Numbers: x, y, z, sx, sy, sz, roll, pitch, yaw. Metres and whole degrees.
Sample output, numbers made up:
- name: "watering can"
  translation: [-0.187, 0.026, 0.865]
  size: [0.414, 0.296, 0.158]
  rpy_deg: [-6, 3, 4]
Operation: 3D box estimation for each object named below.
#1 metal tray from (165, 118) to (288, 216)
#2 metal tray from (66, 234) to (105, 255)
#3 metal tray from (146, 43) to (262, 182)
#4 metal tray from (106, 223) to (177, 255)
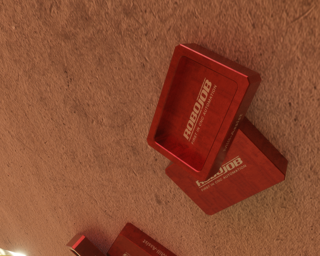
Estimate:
- name: "metal tray"
  translation: [0.079, 0.050, 0.393]
  size: [0.090, 0.030, 0.129]
  rpy_deg: [46, 129, -4]
- name: "metal tray"
  translation: [-0.124, 0.268, 0.614]
  size: [0.130, 0.030, 0.090]
  rpy_deg: [46, 151, -5]
- name: "metal tray"
  translation: [0.042, -0.017, 0.344]
  size: [0.090, 0.030, 0.129]
  rpy_deg: [34, 122, 26]
- name: "metal tray"
  translation: [-0.026, 0.241, 0.567]
  size: [0.130, 0.030, 0.089]
  rpy_deg: [34, 129, 6]
